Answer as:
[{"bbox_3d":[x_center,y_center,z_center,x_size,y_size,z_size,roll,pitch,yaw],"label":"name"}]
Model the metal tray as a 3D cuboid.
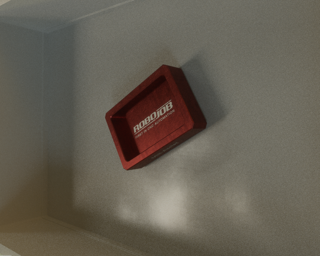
[{"bbox_3d":[-0.011,-0.010,0.410,0.130,0.030,0.090,-35,69,34],"label":"metal tray"}]
